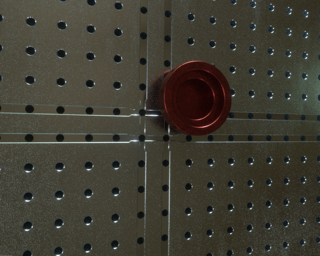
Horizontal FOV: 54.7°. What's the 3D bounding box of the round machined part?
[{"bbox_3d":[0.044,-0.039,0.421,0.099,0.042,0.097,0,90,-21],"label":"round machined part"}]
